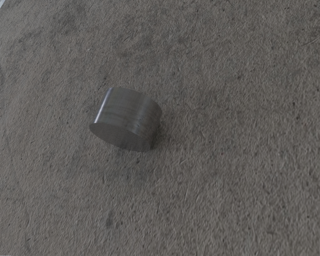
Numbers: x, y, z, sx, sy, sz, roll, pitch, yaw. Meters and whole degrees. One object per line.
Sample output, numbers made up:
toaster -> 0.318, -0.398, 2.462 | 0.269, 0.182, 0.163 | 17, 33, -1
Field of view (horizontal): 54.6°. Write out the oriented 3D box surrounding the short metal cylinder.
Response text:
short metal cylinder -> -0.043, -0.009, 0.398 | 0.080, 0.080, 0.050 | 5, 64, 30
